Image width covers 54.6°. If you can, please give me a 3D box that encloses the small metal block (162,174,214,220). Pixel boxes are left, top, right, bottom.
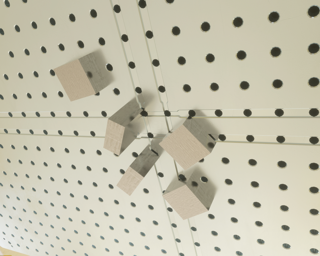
[{"bbox_3d":[0.041,0.102,0.453,0.050,0.025,0.050,-35,99,38],"label":"small metal block"}]

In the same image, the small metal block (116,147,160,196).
[{"bbox_3d":[-0.032,0.063,0.451,0.025,0.050,0.050,37,129,3],"label":"small metal block"}]

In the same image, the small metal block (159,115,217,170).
[{"bbox_3d":[0.036,0.020,0.405,0.050,0.025,0.050,45,129,-4],"label":"small metal block"}]

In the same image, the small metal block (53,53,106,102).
[{"bbox_3d":[-0.110,-0.069,0.428,0.050,0.025,0.050,-11,113,33],"label":"small metal block"}]

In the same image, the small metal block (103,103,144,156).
[{"bbox_3d":[-0.050,0.001,0.423,0.025,0.050,0.050,26,128,12],"label":"small metal block"}]
